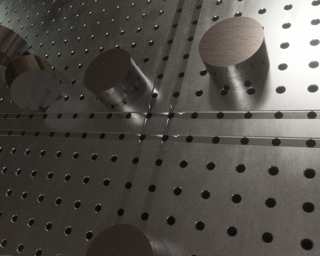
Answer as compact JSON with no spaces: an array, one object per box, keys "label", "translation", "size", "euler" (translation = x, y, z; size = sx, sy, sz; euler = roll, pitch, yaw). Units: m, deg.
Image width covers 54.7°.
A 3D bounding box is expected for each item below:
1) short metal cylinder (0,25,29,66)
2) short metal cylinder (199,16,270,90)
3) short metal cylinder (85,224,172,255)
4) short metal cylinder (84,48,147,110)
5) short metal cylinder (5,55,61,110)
[{"label":"short metal cylinder","translation":[-0.323,-0.167,0.641],"size":[0.080,0.080,0.050],"euler":[9,67,32]},{"label":"short metal cylinder","translation":[0.096,-0.096,0.400],"size":[0.080,0.050,0.080],"euler":[-13,56,20]},{"label":"short metal cylinder","translation":[-0.032,0.145,0.319],"size":[0.080,0.050,0.080],"euler":[-13,56,20]},{"label":"short metal cylinder","translation":[-0.067,-0.074,0.471],"size":[0.080,0.050,0.080],"euler":[-13,56,20]},{"label":"short metal cylinder","translation":[-0.218,-0.078,0.533],"size":[0.080,0.080,0.050],"euler":[-39,51,1]}]
